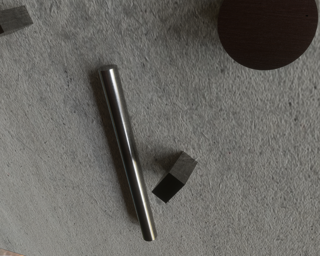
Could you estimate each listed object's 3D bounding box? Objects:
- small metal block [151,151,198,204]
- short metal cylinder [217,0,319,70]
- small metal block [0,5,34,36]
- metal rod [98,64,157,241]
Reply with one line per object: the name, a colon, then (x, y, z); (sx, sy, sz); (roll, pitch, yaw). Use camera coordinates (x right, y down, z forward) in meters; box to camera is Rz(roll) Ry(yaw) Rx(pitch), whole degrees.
small metal block: (0.020, 0.067, 0.421); (0.025, 0.050, 0.050); (38, 129, 2)
short metal cylinder: (0.098, -0.098, 0.278); (0.080, 0.050, 0.079); (13, 124, 21)
small metal block: (-0.210, -0.140, 0.415); (0.050, 0.050, 0.025); (-8, 115, 31)
metal rod: (-0.042, 0.054, 0.461); (0.025, 0.025, 0.298); (4, 120, 26)
